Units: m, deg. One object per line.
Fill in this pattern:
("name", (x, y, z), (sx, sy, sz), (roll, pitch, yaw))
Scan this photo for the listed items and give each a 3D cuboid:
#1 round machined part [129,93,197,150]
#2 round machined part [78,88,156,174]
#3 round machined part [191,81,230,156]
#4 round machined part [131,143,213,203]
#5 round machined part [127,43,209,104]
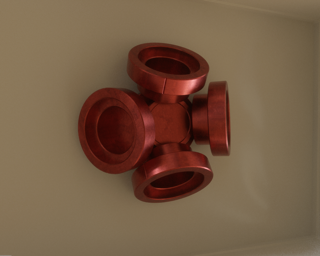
("round machined part", (0.005, -0.006, 0.402), (0.099, 0.042, 0.097), (0, 90, -21))
("round machined part", (-0.046, 0.002, 0.364), (0.042, 0.098, 0.097), (-10, 95, -58))
("round machined part", (0.068, -0.012, 0.407), (0.042, 0.098, 0.097), (-2, 91, 16))
("round machined part", (0.013, 0.054, 0.385), (0.099, 0.097, 0.042), (-1, 55, -20))
("round machined part", (0.008, -0.066, 0.384), (0.099, 0.098, 0.042), (-4, 129, -20))
